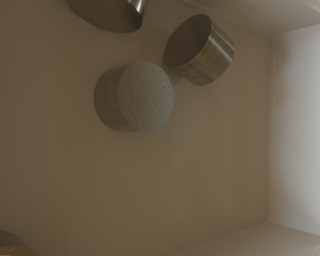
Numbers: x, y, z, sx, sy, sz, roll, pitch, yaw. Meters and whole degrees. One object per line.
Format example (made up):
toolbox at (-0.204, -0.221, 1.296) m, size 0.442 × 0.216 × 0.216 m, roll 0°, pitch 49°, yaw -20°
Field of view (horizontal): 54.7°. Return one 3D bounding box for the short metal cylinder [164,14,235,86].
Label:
short metal cylinder at (0.052, -0.104, 0.416) m, size 0.050 × 0.080 × 0.080 m, roll 30°, pitch 72°, yaw -37°

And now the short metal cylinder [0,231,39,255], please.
short metal cylinder at (-0.146, 0.136, 0.269) m, size 0.081 × 0.050 × 0.079 m, roll 0°, pitch 90°, yaw -40°

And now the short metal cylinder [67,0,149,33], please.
short metal cylinder at (-0.051, -0.145, 0.329) m, size 0.080 × 0.080 × 0.050 m, roll 24°, pitch 75°, yaw -38°

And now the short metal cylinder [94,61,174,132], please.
short metal cylinder at (-0.030, -0.035, 0.367) m, size 0.081 × 0.050 × 0.079 m, roll 0°, pitch 90°, yaw -40°
